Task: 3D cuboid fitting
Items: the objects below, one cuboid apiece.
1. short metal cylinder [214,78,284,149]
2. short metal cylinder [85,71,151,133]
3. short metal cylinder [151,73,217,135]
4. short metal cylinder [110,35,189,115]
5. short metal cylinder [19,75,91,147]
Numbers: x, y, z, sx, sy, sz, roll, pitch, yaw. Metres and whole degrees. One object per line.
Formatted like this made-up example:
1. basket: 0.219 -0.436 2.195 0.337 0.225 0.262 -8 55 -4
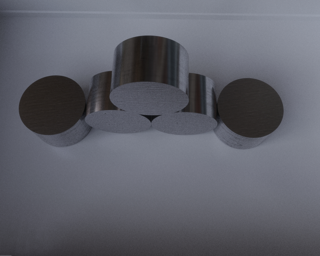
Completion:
1. short metal cylinder: 0.111 -0.017 0.402 0.081 0.050 0.080 0 70 0
2. short metal cylinder: -0.050 -0.030 0.389 0.080 0.080 0.050 2 70 0
3. short metal cylinder: 0.030 -0.027 0.388 0.080 0.080 0.050 2 70 0
4. short metal cylinder: -0.010 -0.051 0.324 0.080 0.080 0.050 2 70 0
5. short metal cylinder: -0.131 -0.021 0.401 0.081 0.050 0.080 0 70 0
